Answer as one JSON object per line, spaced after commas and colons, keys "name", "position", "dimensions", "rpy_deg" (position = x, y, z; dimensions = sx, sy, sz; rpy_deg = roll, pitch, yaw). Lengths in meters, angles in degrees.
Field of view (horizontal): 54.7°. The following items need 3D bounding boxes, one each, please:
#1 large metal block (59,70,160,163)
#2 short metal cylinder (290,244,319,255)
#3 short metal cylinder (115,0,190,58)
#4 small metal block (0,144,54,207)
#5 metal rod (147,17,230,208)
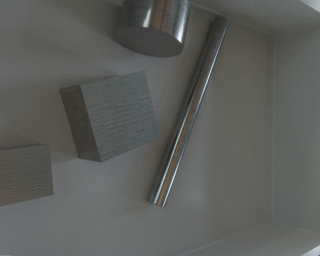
{"name": "large metal block", "position": [-0.054, -0.015, 0.346], "dimensions": [0.081, 0.050, 0.079], "rpy_deg": [-21, 104, -38]}
{"name": "short metal cylinder", "position": [0.312, 0.277, 0.640], "dimensions": [0.081, 0.080, 0.050], "rpy_deg": [13, 82, -40]}
{"name": "short metal cylinder", "position": [-0.008, -0.123, 0.366], "dimensions": [0.081, 0.080, 0.050], "rpy_deg": [17, 79, -39]}
{"name": "small metal block", "position": [-0.133, 0.043, 0.296], "dimensions": [0.050, 0.025, 0.050], "rpy_deg": [-6, 94, -40]}
{"name": "metal rod", "position": [0.046, -0.034, 0.447], "dimensions": [0.025, 0.025, 0.299], "rpy_deg": [34, 69, -35]}
